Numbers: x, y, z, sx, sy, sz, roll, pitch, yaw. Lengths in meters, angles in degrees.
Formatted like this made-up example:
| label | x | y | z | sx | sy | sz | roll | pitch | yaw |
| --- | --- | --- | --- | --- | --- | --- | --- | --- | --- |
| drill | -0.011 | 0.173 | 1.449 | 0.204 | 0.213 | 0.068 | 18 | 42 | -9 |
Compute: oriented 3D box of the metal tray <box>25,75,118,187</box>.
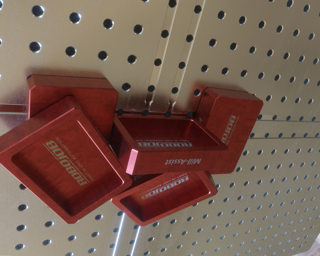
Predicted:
| label | x | y | z | sx | sy | sz | roll | pitch | yaw |
| --- | --- | --- | --- | --- | --- | --- | --- | --- | --- |
| metal tray | -0.105 | 0.007 | 0.356 | 0.091 | 0.030 | 0.129 | -1 | 120 | -28 |

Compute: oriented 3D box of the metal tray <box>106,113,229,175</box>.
| label | x | y | z | sx | sy | sz | roll | pitch | yaw |
| --- | --- | --- | --- | --- | --- | --- | --- | --- | --- |
| metal tray | 0.008 | 0.017 | 0.384 | 0.131 | 0.090 | 0.030 | 1 | 118 | -30 |

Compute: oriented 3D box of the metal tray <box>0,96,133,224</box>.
| label | x | y | z | sx | sy | sz | roll | pitch | yaw |
| --- | --- | --- | --- | --- | --- | --- | --- | --- | --- |
| metal tray | -0.098 | 0.040 | 0.339 | 0.090 | 0.030 | 0.130 | -33 | 130 | -7 |

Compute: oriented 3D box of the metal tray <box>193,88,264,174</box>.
| label | x | y | z | sx | sy | sz | roll | pitch | yaw |
| --- | --- | --- | --- | --- | --- | --- | --- | --- | --- |
| metal tray | 0.090 | 0.009 | 0.463 | 0.091 | 0.030 | 0.129 | 3 | 117 | -30 |

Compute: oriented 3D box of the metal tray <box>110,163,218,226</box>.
| label | x | y | z | sx | sy | sz | roll | pitch | yaw |
| --- | --- | --- | --- | --- | --- | --- | --- | --- | --- |
| metal tray | 0.006 | 0.086 | 0.442 | 0.130 | 0.030 | 0.090 | -26 | 131 | 10 |
